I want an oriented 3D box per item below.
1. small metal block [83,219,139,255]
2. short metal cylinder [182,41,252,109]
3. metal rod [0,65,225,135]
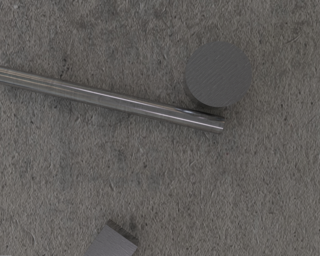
[{"bbox_3d":[-0.063,0.158,0.410,0.050,0.025,0.050,36,90,0],"label":"small metal block"},{"bbox_3d":[0.071,-0.065,0.398,0.081,0.050,0.080,0,90,0],"label":"short metal cylinder"},{"bbox_3d":[-0.065,-0.037,0.409,0.302,0.025,0.025,13,90,0],"label":"metal rod"}]
